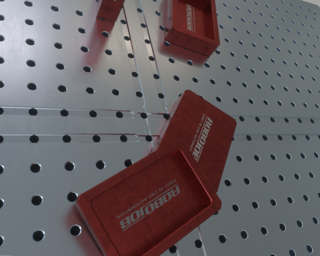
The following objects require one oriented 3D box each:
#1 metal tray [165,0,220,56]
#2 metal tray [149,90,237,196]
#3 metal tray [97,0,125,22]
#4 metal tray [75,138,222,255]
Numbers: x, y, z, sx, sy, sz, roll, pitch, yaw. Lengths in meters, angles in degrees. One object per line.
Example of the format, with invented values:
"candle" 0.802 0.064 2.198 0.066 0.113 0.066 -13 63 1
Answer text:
"metal tray" 0.057 -0.197 0.554 0.091 0.030 0.130 14 56 -20
"metal tray" 0.047 0.019 0.418 0.090 0.030 0.130 32 52 -7
"metal tray" -0.059 -0.234 0.451 0.030 0.129 0.090 11 57 -23
"metal tray" -0.009 0.080 0.327 0.131 0.030 0.090 -29 84 -25
